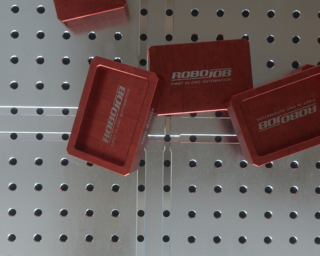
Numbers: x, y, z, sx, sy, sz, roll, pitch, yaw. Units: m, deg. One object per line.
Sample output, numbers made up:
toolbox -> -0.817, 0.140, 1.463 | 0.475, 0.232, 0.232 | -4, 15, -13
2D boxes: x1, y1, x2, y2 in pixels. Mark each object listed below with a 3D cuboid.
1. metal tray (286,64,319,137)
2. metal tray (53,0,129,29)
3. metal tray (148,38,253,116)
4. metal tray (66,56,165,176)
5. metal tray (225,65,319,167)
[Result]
metal tray -> 0.240, -0.028, 0.414 | 0.131, 0.030, 0.089 | 11, 90, -1
metal tray -> -0.101, -0.208, 0.409 | 0.091, 0.030, 0.129 | -13, 90, -1
metal tray -> 0.053, -0.066, 0.412 | 0.131, 0.030, 0.089 | -5, 90, -1
metal tray -> -0.057, -0.016, 0.392 | 0.090, 0.030, 0.129 | 19, 96, 14
metal tray -> 0.158, -0.016, 0.382 | 0.131, 0.030, 0.090 | -20, 90, -1
